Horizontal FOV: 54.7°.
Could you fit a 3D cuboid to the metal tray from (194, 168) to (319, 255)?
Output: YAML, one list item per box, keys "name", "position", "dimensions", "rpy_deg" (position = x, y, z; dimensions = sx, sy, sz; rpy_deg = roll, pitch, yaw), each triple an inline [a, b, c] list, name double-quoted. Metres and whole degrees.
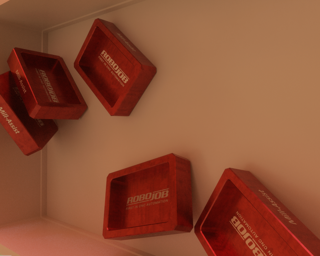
- name: "metal tray"
  position: [0.089, 0.110, 0.296]
  dimensions: [0.089, 0.030, 0.130]
  rpy_deg: [-67, 29, 18]

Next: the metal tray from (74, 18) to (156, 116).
- name: "metal tray"
  position: [-0.072, -0.090, 0.463]
  dimensions: [0.130, 0.030, 0.090]
  rpy_deg: [50, 119, 28]

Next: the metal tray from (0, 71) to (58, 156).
- name: "metal tray"
  position: [-0.231, -0.029, 0.518]
  dimensions: [0.030, 0.090, 0.130]
  rpy_deg: [-25, 110, 11]

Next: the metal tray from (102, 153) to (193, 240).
- name: "metal tray"
  position: [-0.019, 0.093, 0.401]
  dimensions: [0.130, 0.030, 0.090]
  rpy_deg: [-22, 57, 37]

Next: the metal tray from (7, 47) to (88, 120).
- name: "metal tray"
  position: [-0.189, -0.073, 0.520]
  dimensions: [0.030, 0.091, 0.130]
  rpy_deg: [-46, 63, 30]
